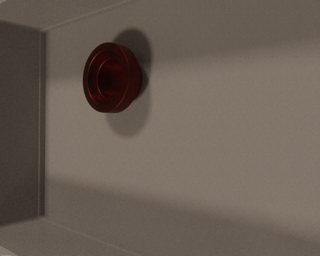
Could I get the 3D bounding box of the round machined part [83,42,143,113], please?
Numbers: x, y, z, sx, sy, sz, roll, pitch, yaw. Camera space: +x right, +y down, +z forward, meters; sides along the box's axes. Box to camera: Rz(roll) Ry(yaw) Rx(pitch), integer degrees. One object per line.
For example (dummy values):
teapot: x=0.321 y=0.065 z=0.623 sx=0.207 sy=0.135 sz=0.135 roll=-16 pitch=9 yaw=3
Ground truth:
round machined part: x=-0.064 y=-0.070 z=0.446 sx=0.098 sy=0.042 sz=0.097 roll=0 pitch=90 yaw=39
